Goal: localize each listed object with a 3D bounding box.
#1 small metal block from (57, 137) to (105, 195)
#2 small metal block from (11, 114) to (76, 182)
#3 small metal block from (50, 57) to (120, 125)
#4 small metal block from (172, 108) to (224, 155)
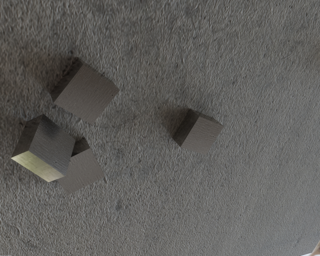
[{"bbox_3d":[-0.103,0.047,0.380,0.050,0.025,0.050,-27,128,-12],"label":"small metal block"},{"bbox_3d":[-0.123,0.022,0.333,0.025,0.050,0.050,-21,133,23],"label":"small metal block"},{"bbox_3d":[-0.082,-0.040,0.338,0.050,0.025,0.050,34,99,-39],"label":"small metal block"},{"bbox_3d":[0.054,0.006,0.440,0.050,0.025,0.050,19,108,-36],"label":"small metal block"}]
